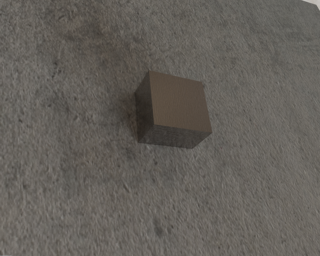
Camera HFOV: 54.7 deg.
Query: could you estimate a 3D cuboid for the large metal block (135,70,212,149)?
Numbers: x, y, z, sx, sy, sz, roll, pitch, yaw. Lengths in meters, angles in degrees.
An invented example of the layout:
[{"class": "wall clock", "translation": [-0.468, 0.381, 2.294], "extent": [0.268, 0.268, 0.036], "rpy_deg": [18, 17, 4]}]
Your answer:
[{"class": "large metal block", "translation": [0.015, -0.022, 0.411], "extent": [0.081, 0.050, 0.080], "rpy_deg": [8, 58, -24]}]
